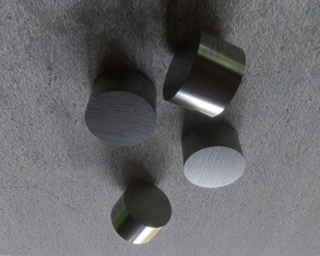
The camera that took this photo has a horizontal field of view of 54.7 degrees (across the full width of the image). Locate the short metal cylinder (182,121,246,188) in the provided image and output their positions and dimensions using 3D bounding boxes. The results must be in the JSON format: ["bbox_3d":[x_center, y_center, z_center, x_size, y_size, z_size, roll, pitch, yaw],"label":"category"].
[{"bbox_3d":[0.071,0.037,0.422,0.081,0.050,0.079,0,130,0],"label":"short metal cylinder"}]

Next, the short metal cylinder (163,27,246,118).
[{"bbox_3d":[0.043,-0.057,0.323,0.050,0.080,0.079,21,127,-17],"label":"short metal cylinder"}]

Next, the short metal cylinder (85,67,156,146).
[{"bbox_3d":[-0.044,-0.025,0.369,0.081,0.050,0.079,0,130,0],"label":"short metal cylinder"}]

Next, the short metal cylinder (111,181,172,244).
[{"bbox_3d":[-0.029,0.131,0.482,0.080,0.080,0.050,22,127,-18],"label":"short metal cylinder"}]
